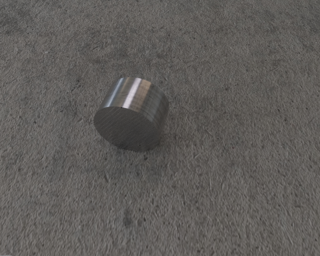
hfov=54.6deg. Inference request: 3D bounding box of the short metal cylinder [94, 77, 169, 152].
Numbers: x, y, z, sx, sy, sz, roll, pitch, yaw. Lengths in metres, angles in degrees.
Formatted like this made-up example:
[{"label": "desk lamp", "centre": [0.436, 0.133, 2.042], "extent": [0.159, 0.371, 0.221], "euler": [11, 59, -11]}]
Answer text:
[{"label": "short metal cylinder", "centre": [-0.034, -0.015, 0.381], "extent": [0.080, 0.080, 0.050], "euler": [11, 51, 9]}]
